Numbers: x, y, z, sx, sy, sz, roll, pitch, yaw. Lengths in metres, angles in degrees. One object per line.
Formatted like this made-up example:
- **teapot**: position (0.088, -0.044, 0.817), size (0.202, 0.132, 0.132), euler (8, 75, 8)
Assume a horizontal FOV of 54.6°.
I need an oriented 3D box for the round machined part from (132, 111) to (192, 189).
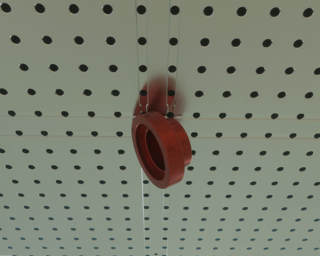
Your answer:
- **round machined part**: position (0.005, 0.025, 0.397), size (0.042, 0.098, 0.097), euler (-19, 136, -25)
